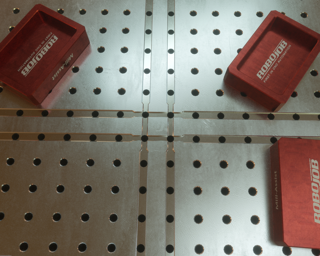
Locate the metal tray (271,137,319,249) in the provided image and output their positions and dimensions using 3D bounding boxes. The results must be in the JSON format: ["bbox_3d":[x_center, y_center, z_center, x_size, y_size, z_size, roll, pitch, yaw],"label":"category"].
[{"bbox_3d":[0.188,0.080,0.381,0.090,0.030,0.130,4,70,1],"label":"metal tray"}]

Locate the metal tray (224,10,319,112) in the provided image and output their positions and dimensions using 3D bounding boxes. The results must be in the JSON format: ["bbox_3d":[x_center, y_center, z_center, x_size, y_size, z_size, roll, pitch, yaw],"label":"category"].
[{"bbox_3d":[0.165,-0.098,0.445,0.090,0.030,0.130,35,73,12],"label":"metal tray"}]

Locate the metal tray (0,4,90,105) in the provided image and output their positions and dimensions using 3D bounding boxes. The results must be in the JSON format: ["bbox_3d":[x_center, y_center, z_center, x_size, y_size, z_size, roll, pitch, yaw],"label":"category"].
[{"bbox_3d":[-0.176,-0.109,0.447,0.090,0.030,0.130,29,72,10],"label":"metal tray"}]
